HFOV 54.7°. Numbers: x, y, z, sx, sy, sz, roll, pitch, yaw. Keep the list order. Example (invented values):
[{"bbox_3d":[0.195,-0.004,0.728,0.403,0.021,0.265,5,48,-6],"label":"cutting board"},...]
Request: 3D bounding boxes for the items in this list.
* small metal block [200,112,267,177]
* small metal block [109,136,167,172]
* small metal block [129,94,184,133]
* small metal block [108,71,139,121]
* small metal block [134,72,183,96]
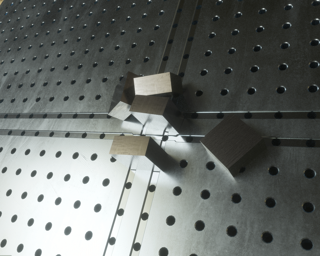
[{"bbox_3d":[0.083,0.018,0.353,0.050,0.025,0.050,-41,51,-1],"label":"small metal block"},{"bbox_3d":[-0.026,0.032,0.385,0.050,0.050,0.025,0,62,28],"label":"small metal block"},{"bbox_3d":[-0.003,-0.018,0.403,0.050,0.050,0.025,9,68,31],"label":"small metal block"},{"bbox_3d":[-0.049,-0.045,0.444,0.050,0.025,0.050,-35,39,55],"label":"small metal block"},{"bbox_3d":[-0.001,-0.057,0.421,0.050,0.050,0.025,-6,90,20],"label":"small metal block"}]
